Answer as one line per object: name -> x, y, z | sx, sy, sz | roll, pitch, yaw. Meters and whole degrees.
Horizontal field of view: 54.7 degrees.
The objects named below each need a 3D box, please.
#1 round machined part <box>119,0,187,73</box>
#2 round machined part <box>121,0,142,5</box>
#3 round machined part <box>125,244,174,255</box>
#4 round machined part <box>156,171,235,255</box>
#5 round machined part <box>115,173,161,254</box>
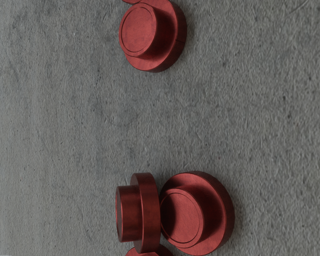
round machined part -> -0.016, -0.124, 0.407 | 0.098, 0.042, 0.097 | 0, 90, 40
round machined part -> -0.032, -0.220, 0.420 | 0.098, 0.042, 0.097 | 0, 90, 40
round machined part -> -0.018, 0.206, 0.409 | 0.098, 0.042, 0.097 | 0, 90, 40
round machined part -> 0.034, 0.102, 0.366 | 0.098, 0.042, 0.097 | 0, 90, 40
round machined part -> -0.031, 0.106, 0.389 | 0.098, 0.042, 0.097 | 180, 89, -75
